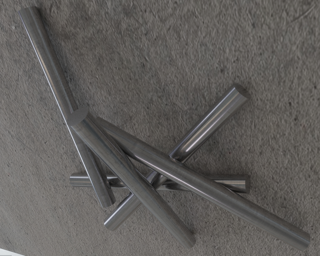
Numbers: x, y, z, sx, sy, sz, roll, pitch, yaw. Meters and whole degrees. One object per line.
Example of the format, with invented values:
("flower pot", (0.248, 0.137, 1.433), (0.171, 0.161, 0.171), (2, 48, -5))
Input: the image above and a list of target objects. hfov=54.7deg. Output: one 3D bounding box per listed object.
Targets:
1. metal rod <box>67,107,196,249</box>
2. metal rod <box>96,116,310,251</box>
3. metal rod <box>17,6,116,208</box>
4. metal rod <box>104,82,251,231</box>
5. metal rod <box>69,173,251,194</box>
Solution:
("metal rod", (-0.018, 0.085, 0.402), (0.025, 0.025, 0.300), (-5, 137, 30))
("metal rod", (0.051, 0.070, 0.380), (0.301, 0.025, 0.025), (29, 129, -5))
("metal rod", (-0.127, -0.018, 0.444), (0.025, 0.025, 0.298), (-9, 109, 32))
("metal rod", (0.006, 0.056, 0.413), (0.025, 0.025, 0.298), (41, 122, 0))
("metal rod", (-0.019, 0.081, 0.466), (0.300, 0.025, 0.025), (-4, 116, 30))
